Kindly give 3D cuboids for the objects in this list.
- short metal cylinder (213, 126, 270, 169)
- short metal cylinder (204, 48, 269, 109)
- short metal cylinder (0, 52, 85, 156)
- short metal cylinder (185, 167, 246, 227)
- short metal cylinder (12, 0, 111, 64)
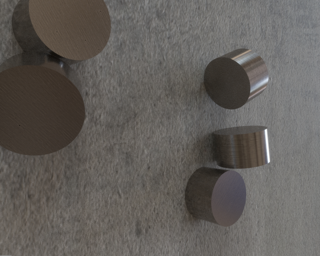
[{"bbox_3d":[0.126,0.028,0.477,0.081,0.080,0.050,-13,99,-40],"label":"short metal cylinder"},{"bbox_3d":[0.114,-0.074,0.467,0.050,0.080,0.080,-30,109,-36],"label":"short metal cylinder"},{"bbox_3d":[-0.110,-0.023,0.275,0.081,0.050,0.079,-7,117,-15],"label":"short metal cylinder"},{"bbox_3d":[0.084,0.100,0.462,0.081,0.050,0.079,0,90,-40],"label":"short metal cylinder"},{"bbox_3d":[-0.097,-0.104,0.308,0.081,0.050,0.079,0,90,-40],"label":"short metal cylinder"}]
